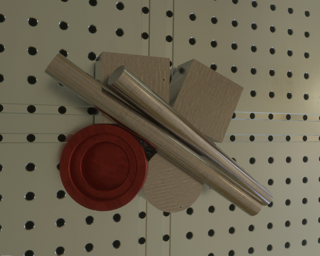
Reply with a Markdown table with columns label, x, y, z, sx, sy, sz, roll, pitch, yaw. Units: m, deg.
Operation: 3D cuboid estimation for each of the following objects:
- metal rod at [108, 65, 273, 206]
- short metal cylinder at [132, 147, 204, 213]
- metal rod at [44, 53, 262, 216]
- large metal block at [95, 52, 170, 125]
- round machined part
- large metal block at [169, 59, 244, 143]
| label | x | y | z | sx | sy | sz | roll | pitch | yaw |
| --- | --- | --- | --- | --- | --- | --- | --- | --- | --- |
| metal rod | 0.057 | 0.026 | 0.390 | 0.301 | 0.025 | 0.025 | 38 | 78 | -31 |
| short metal cylinder | 0.009 | 0.062 | 0.398 | 0.081 | 0.050 | 0.079 | 0 | 90 | -20 |
| metal rod | 0.007 | 0.019 | 0.357 | 0.301 | 0.025 | 0.025 | 36 | 78 | -18 |
| large metal block | -0.035 | -0.044 | 0.379 | 0.081 | 0.050 | 0.079 | 1 | 90 | -20 |
| round machined part | -0.062 | 0.045 | 0.365 | 0.099 | 0.042 | 0.097 | 0 | 87 | 3 |
| large metal block | 0.052 | -0.034 | 0.414 | 0.080 | 0.050 | 0.080 | 26 | 82 | -18 |
